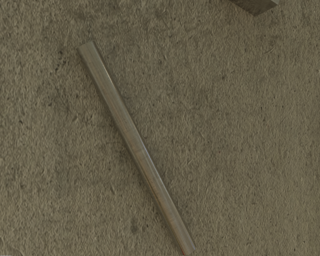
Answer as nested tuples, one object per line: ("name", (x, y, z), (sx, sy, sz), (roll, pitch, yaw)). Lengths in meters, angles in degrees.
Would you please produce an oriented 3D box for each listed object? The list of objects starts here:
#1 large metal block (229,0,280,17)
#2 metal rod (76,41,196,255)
("large metal block", (0.134, -0.223, 0.445), (0.080, 0.050, 0.080), (23, 82, -19))
("metal rod", (-0.026, 0.033, 0.399), (0.025, 0.025, 0.299), (-29, 100, -18))
